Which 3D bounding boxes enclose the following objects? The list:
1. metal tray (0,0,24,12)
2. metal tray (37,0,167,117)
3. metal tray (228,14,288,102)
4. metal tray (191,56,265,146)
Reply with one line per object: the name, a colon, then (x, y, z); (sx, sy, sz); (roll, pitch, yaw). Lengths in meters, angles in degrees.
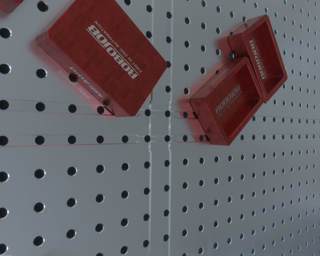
metal tray: (-0.158, -0.183, 0.273); (0.130, 0.030, 0.090); (43, 64, -32)
metal tray: (-0.059, -0.085, 0.356); (0.130, 0.030, 0.090); (45, 63, -31)
metal tray: (0.178, -0.122, 0.552); (0.090, 0.030, 0.130); (-41, 115, -32)
metal tray: (0.113, -0.044, 0.498); (0.131, 0.030, 0.090); (-44, 117, -31)
